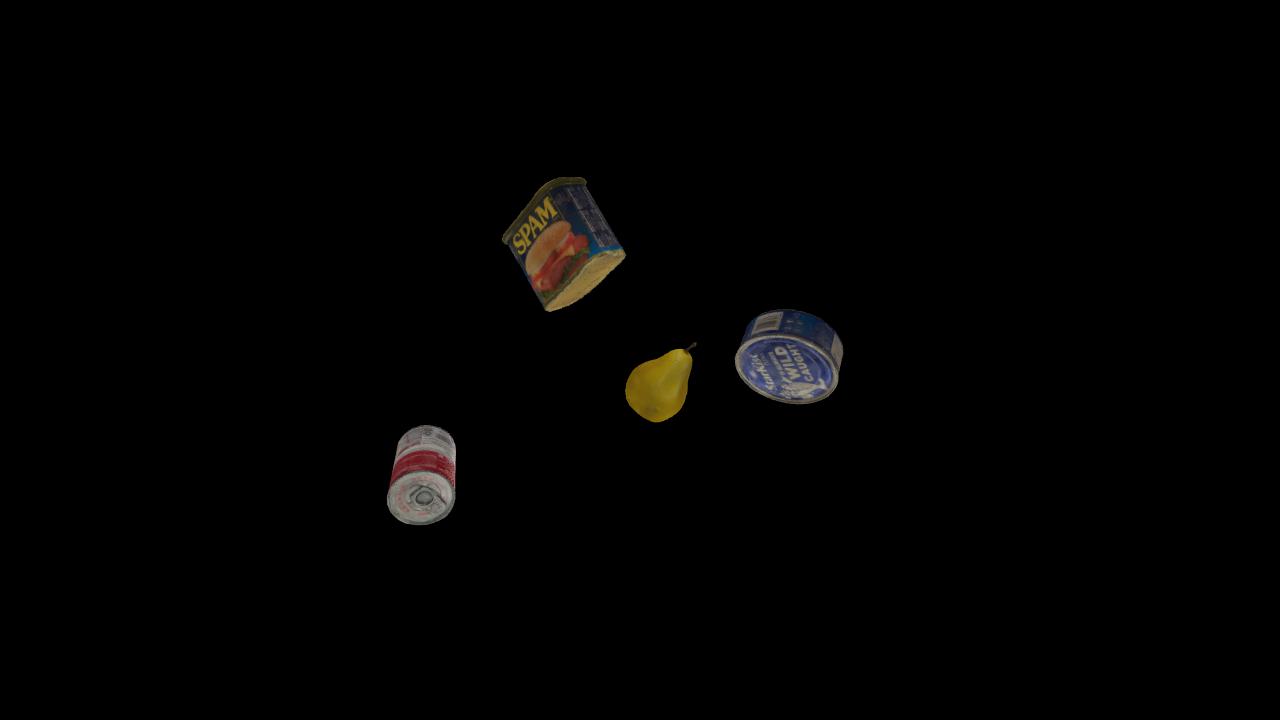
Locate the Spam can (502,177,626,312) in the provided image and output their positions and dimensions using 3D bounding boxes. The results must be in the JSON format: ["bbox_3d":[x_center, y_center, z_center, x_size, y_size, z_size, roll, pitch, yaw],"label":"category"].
[{"bbox_3d":[-0.072,-0.107,0.582,0.058,0.085,0.101,-22,-11,-48],"label":"Spam can"}]

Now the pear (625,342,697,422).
[{"bbox_3d":[0.032,0.018,0.737,0.080,0.111,0.080,34,12,-8],"label":"pear"}]

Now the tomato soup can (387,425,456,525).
[{"bbox_3d":[-0.237,0.123,0.676,0.068,0.068,0.101,0,23,-17],"label":"tomato soup can"}]

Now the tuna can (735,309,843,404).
[{"bbox_3d":[0.123,-0.002,0.509,0.084,0.034,0.084,16,-37,12],"label":"tuna can"}]
